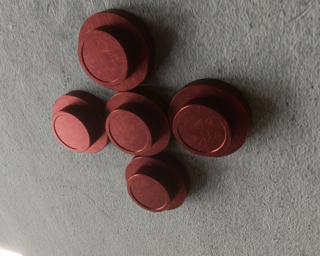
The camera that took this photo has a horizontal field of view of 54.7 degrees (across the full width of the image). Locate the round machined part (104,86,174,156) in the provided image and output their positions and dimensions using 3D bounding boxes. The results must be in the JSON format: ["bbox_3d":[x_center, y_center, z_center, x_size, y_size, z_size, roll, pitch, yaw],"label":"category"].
[{"bbox_3d":[-0.032,-0.003,0.411,0.098,0.042,0.097,13,124,20],"label":"round machined part"}]

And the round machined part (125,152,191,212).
[{"bbox_3d":[-0.008,0.083,0.451,0.098,0.042,0.097,13,124,20],"label":"round machined part"}]

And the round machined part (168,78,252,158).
[{"bbox_3d":[0.054,-0.005,0.365,0.098,0.042,0.097,13,124,20],"label":"round machined part"}]

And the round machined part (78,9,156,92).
[{"bbox_3d":[-0.058,-0.089,0.372,0.098,0.042,0.097,13,124,20],"label":"round machined part"}]

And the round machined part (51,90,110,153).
[{"bbox_3d":[-0.119,-0.003,0.456,0.098,0.042,0.097,13,124,20],"label":"round machined part"}]
